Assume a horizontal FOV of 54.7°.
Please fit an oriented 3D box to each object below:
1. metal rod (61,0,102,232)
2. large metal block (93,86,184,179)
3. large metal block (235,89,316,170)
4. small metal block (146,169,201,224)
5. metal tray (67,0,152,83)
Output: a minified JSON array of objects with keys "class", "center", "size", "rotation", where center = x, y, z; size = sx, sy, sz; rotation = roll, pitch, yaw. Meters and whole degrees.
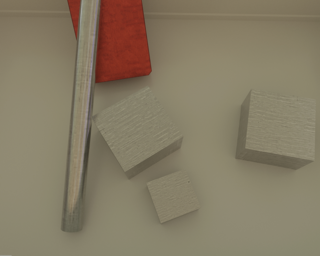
[{"class":"metal rod","center":[-0.091,-0.029,0.364],"size":[0.025,0.025,0.298],"rotation":[5,91,1]},{"class":"large metal block","center":[-0.028,0.007,0.394],"size":[0.080,0.050,0.080],"rotation":[-31,73,-11]},{"class":"large metal block","center":[0.147,0.003,0.397],"size":[0.080,0.050,0.080],"rotation":[10,70,3]},{"class":"small metal block","center":[0.016,0.084,0.379],"size":[0.050,0.025,0.050],"rotation":[-19,71,-7]},{"class":"metal tray","center":[-0.065,-0.130,0.411],"size":[0.091,0.030,0.129],"rotation":[-10,113,-4]}]
